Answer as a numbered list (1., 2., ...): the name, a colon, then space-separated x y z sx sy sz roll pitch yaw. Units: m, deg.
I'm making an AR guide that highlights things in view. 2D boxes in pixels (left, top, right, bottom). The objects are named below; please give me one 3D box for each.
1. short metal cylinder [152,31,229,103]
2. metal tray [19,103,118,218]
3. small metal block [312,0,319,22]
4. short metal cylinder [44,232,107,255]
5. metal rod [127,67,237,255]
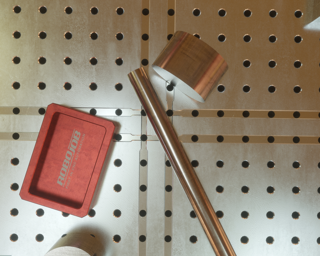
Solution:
1. short metal cylinder: 0.037 -0.075 0.386 0.080 0.080 0.050 35 90 0
2. metal tray: -0.118 0.041 0.409 0.090 0.030 0.129 18 90 0
3. small metal block: 0.237 -0.169 0.415 0.050 0.025 0.050 6 90 0
4. short metal cylinder: -0.112 0.183 0.400 0.081 0.050 0.079 0 90 0
5. metal rod: 0.034 0.059 0.413 0.025 0.025 0.299 -26 90 0
